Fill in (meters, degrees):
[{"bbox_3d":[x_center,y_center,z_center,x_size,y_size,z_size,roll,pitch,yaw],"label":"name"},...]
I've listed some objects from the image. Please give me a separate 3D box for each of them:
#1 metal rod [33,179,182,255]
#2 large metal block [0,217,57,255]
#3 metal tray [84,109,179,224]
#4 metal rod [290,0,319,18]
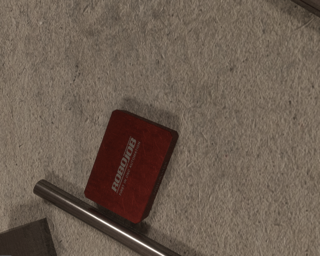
[{"bbox_3d":[-0.051,0.145,0.425,0.301,0.025,0.025,23,98,18],"label":"metal rod"},{"bbox_3d":[-0.209,0.191,0.467,0.080,0.050,0.080,-21,83,18],"label":"large metal block"},{"bbox_3d":[-0.040,0.050,0.419,0.090,0.030,0.129,23,97,18],"label":"metal tray"},{"bbox_3d":[0.167,-0.149,0.350,0.300,0.025,0.025,39,102,15],"label":"metal rod"}]
